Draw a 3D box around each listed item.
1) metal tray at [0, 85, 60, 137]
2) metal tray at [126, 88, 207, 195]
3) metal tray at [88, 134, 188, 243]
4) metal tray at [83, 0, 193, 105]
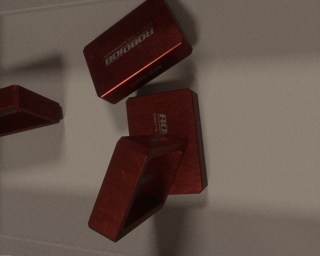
[{"bbox_3d":[-0.226,-0.020,0.449,0.130,0.090,0.030,-12,73,18],"label":"metal tray"},{"bbox_3d":[0.008,0.020,0.404,0.090,0.030,0.129,-7,88,19],"label":"metal tray"},{"bbox_3d":[-0.016,0.054,0.327,0.030,0.130,0.089,23,98,18],"label":"metal tray"},{"bbox_3d":[-0.033,-0.102,0.405,0.130,0.030,0.090,-31,62,17],"label":"metal tray"}]
